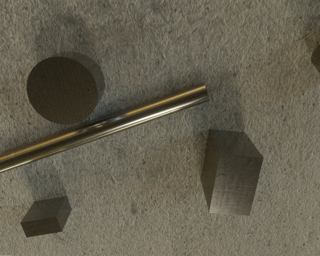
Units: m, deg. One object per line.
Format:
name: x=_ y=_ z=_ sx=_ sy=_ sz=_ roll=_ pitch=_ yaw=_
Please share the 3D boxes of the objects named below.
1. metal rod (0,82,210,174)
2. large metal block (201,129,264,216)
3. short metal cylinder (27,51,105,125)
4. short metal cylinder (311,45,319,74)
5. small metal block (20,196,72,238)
metal rod: x=-0.083 y=0.002 z=0.409 sx=0.301 sy=0.025 sz=0.025 roll=-19 pitch=109 yaw=6
large metal block: x=0.089 y=0.055 z=0.402 sx=0.050 sy=0.080 sz=0.079 roll=5 pitch=110 yaw=-2
short metal cylinder: x=-0.111 y=-0.050 z=0.377 sx=0.081 sy=0.050 sz=0.079 roll=0 pitch=110 yaw=-1
short metal cylinder: x=0.225 y=-0.081 z=0.354 sx=0.080 sy=0.080 sz=0.050 roll=-40 pitch=106 yaw=13
small metal block: x=-0.160 y=0.125 z=0.440 sx=0.050 sy=0.050 sz=0.025 roll=-10 pitch=110 yaw=3
